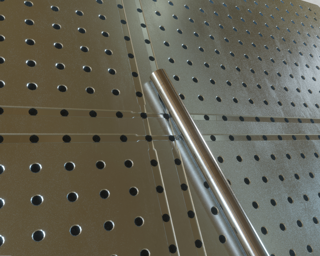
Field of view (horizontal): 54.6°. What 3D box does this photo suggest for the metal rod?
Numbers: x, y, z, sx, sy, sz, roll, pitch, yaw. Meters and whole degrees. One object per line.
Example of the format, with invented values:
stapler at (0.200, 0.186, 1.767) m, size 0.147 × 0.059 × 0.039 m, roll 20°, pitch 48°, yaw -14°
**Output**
metal rod at (0.063, 0.048, 0.411) m, size 0.025 × 0.025 × 0.299 m, roll -16°, pitch 70°, yaw -34°
